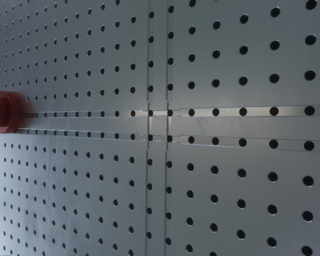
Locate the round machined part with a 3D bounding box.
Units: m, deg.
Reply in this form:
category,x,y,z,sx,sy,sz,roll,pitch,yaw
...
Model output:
category,x,y,z,sx,sy,sz,roll,pitch,yaw
round machined part,-0.358,-0.036,0.697,0.098,0.042,0.097,0,90,40
